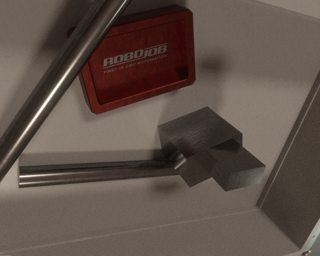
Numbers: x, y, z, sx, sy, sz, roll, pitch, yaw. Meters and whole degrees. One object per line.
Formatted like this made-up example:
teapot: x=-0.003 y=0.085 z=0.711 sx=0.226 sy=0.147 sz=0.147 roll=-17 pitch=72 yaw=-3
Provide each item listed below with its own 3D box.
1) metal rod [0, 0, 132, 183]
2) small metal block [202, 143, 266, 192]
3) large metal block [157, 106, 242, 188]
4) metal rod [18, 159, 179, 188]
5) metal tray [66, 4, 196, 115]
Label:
metal rod: x=-0.120 y=-0.020 z=0.304 sx=0.025 sy=0.025 sz=0.299 roll=28 pitch=111 yaw=-38
small metal block: x=0.086 y=0.045 z=0.365 sx=0.050 sy=0.050 sz=0.025 roll=-7 pitch=122 yaw=-25
large metal block: x=0.053 y=0.022 z=0.418 sx=0.081 sy=0.080 sz=0.050 roll=-22 pitch=127 yaw=-16
metal rod: x=-0.030 y=0.057 z=0.429 sx=0.303 sy=0.025 sz=0.025 roll=0 pitch=118 yaw=-29
metal tray: x=-0.026 y=-0.077 z=0.344 sx=0.131 sy=0.030 sz=0.089 roll=-19 pitch=126 yaw=-17
